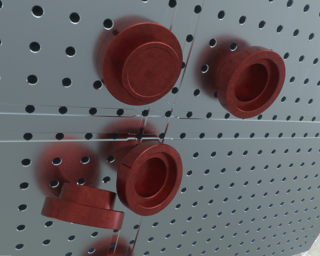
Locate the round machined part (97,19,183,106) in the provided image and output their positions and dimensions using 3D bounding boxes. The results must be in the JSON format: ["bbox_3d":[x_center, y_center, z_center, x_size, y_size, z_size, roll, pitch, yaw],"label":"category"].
[{"bbox_3d":[-0.017,-0.069,0.350,0.099,0.042,0.097,-14,124,-21],"label":"round machined part"}]

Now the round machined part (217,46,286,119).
[{"bbox_3d":[0.120,-0.065,0.428,0.099,0.042,0.097,-14,125,-21],"label":"round machined part"}]

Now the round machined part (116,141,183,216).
[{"bbox_3d":[-0.019,0.064,0.418,0.099,0.042,0.097,-13,110,-40],"label":"round machined part"}]

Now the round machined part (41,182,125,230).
[{"bbox_3d":[-0.092,0.095,0.387,0.099,0.098,0.042,24,70,-37],"label":"round machined part"}]
